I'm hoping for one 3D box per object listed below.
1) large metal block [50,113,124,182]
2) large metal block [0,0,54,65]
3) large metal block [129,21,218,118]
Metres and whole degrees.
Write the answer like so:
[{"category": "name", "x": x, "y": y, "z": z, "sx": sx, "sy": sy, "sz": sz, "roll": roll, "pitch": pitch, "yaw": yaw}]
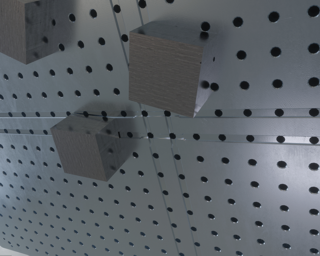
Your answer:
[{"category": "large metal block", "x": -0.108, "y": 0.028, "z": 0.470, "sx": 0.080, "sy": 0.050, "sz": 0.080, "roll": 7, "pitch": 122, "yaw": 25}, {"category": "large metal block", "x": -0.190, "y": -0.142, "z": 0.409, "sx": 0.080, "sy": 0.050, "sz": 0.079, "roll": 26, "pitch": 128, "yaw": 12}, {"category": "large metal block", "x": 0.013, "y": -0.067, "z": 0.347, "sx": 0.080, "sy": 0.050, "sz": 0.079, "roll": 17, "pitch": 125, "yaw": 18}]
